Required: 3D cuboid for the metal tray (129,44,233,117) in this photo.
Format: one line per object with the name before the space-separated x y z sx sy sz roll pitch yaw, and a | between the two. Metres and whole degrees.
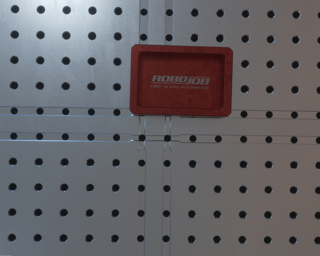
metal tray | 0.027 -0.061 0.411 0.131 0.030 0.089 2 90 -1
